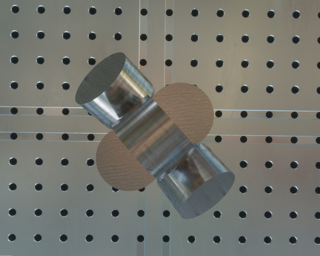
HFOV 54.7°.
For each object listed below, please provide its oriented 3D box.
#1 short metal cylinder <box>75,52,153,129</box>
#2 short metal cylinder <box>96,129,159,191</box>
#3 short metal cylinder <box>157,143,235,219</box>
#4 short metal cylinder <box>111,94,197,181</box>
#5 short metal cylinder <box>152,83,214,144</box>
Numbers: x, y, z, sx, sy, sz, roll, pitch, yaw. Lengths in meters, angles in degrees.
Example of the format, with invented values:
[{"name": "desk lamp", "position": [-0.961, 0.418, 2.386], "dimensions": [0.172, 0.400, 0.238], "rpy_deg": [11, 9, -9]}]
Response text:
[{"name": "short metal cylinder", "position": [-0.056, -0.045, 0.378], "dimensions": [0.080, 0.080, 0.050], "rpy_deg": [-46, 125, 0]}, {"name": "short metal cylinder", "position": [-0.037, 0.037, 0.400], "dimensions": [0.081, 0.050, 0.079], "rpy_deg": [0, 90, -1]}, {"name": "short metal cylinder", "position": [0.044, 0.065, 0.379], "dimensions": [0.080, 0.080, 0.050], "rpy_deg": [-41, 55, 0]}, {"name": "short metal cylinder", "position": [-0.006, 0.010, 0.334], "dimensions": [0.050, 0.080, 0.080], "rpy_deg": [-41, 91, 0]}, {"name": "short metal cylinder", "position": [0.025, -0.016, 0.400], "dimensions": [0.081, 0.050, 0.079], "rpy_deg": [0, 90, -1]}]
